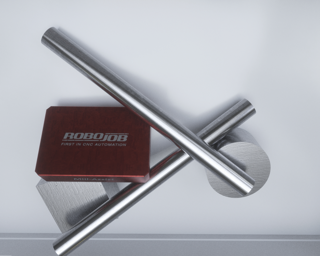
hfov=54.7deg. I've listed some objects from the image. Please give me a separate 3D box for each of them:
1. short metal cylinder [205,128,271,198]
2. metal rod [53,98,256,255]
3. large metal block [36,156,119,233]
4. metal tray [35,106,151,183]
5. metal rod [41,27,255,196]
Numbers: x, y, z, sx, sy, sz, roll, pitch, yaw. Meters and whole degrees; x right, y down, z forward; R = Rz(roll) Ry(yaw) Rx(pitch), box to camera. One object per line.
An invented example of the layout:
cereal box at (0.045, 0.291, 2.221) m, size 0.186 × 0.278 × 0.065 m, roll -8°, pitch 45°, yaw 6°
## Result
short metal cylinder at (0.099, 0.045, 0.414) m, size 0.081 × 0.050 × 0.079 m, roll 0°, pitch 110°, yaw -1°
metal rod at (-0.005, 0.061, 0.393) m, size 0.301 × 0.025 × 0.025 m, roll -37°, pitch 107°, yaw -3°
large metal block at (-0.106, 0.088, 0.424) m, size 0.080 × 0.050 × 0.080 m, roll -18°, pitch 109°, yaw 6°
metal tray at (-0.078, 0.020, 0.384) m, size 0.131 × 0.030 × 0.090 m, roll 1°, pitch 66°, yaw 0°
metal rod at (-0.014, -0.019, 0.371) m, size 0.301 × 0.025 × 0.025 m, roll 37°, pitch 106°, yaw 0°
